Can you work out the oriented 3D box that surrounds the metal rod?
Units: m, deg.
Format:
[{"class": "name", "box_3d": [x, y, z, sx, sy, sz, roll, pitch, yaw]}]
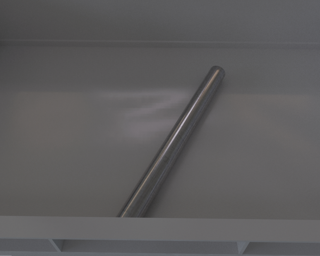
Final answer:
[{"class": "metal rod", "box_3d": [0.020, 0.017, 0.391, 0.025, 0.025, 0.301, 22, 53, 17]}]
